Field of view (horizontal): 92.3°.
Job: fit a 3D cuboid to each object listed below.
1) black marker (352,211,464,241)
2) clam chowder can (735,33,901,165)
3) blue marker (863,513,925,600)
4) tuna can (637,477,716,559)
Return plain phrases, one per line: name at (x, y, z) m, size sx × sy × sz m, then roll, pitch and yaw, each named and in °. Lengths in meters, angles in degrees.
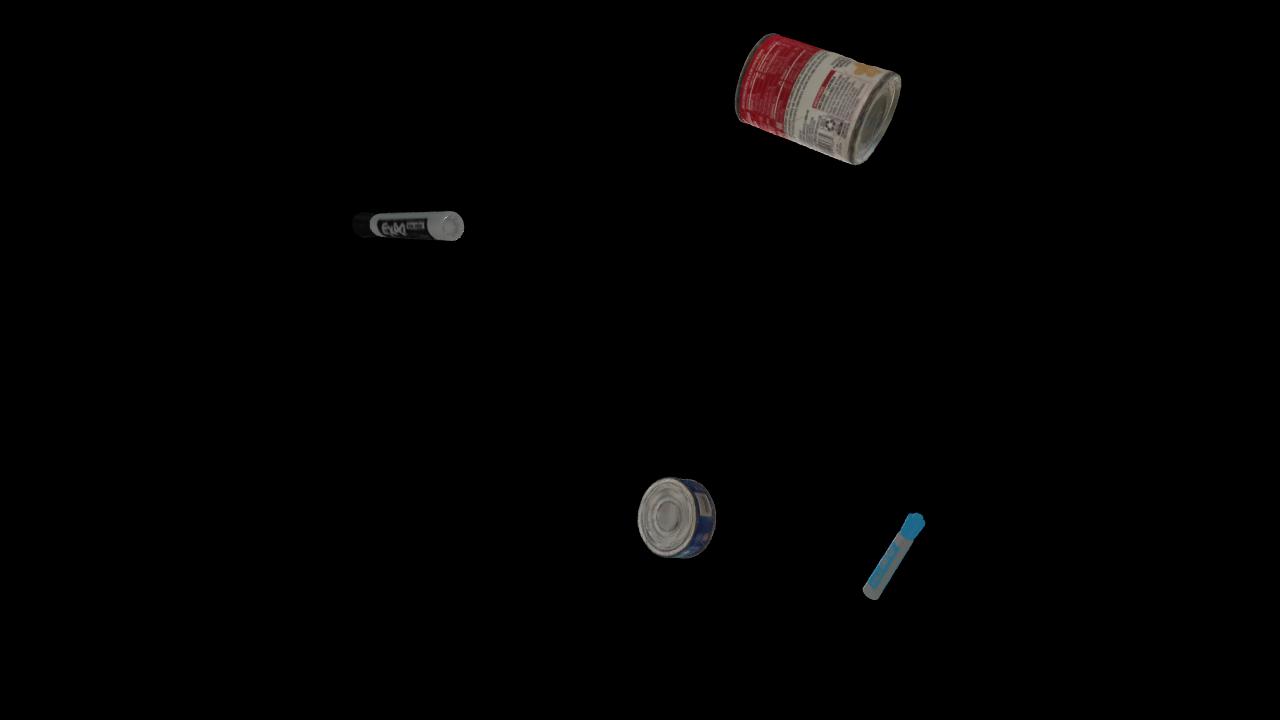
black marker at (-0.167, -0.095, 0.432) m, size 0.121 × 0.020 × 0.020 m, roll 11°, pitch 7°, yaw 38°
clam chowder can at (0.132, -0.196, 0.463) m, size 0.102 × 0.068 × 0.068 m, roll 33°, pitch 15°, yaw 25°
blue marker at (0.275, 0.213, 0.667) m, size 0.020 × 0.121 × 0.020 m, roll 13°, pitch 28°, yaw -7°
tuna can at (0.038, 0.168, 0.655) m, size 0.084 × 0.084 × 0.034 m, roll 0°, pitch -14°, yaw 43°
